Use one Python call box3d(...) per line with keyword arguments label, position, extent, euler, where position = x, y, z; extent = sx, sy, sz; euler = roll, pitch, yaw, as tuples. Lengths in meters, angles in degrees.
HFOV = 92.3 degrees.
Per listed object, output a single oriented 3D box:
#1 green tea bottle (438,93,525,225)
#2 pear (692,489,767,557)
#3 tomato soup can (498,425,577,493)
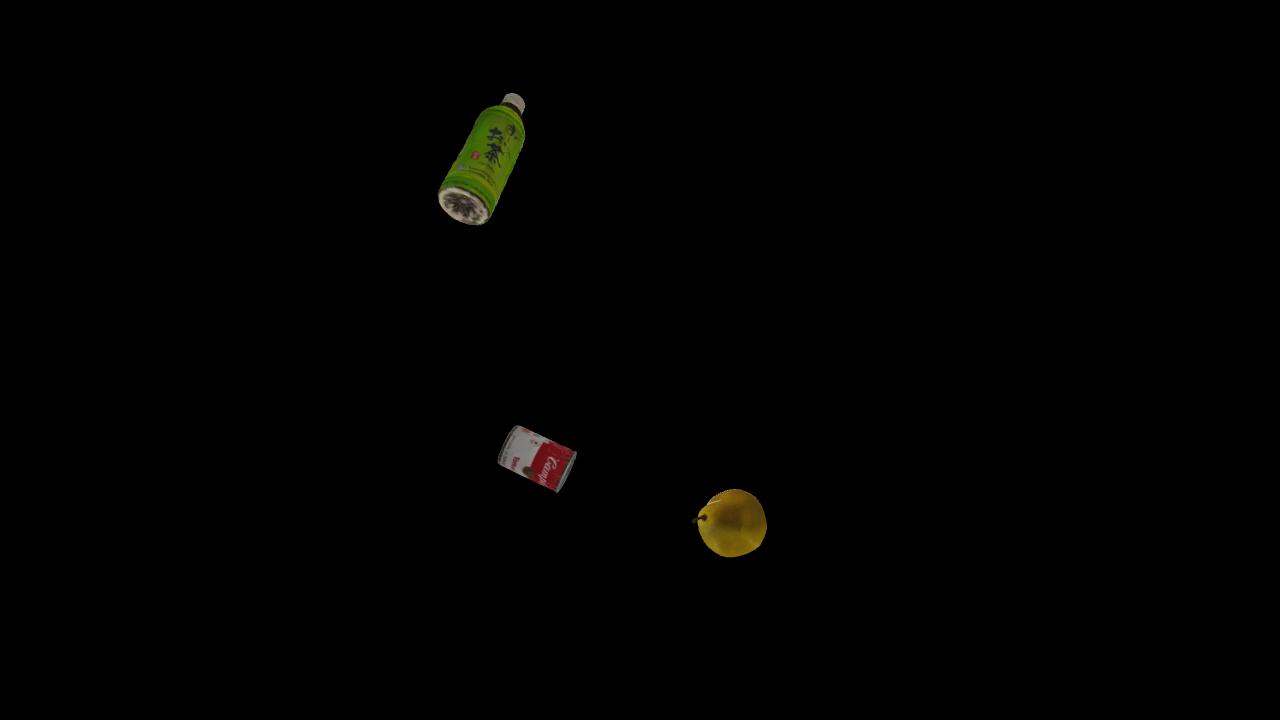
box3d(label="green tea bottle", position=(-0.199, -0.277, 0.821), extent=(0.073, 0.212, 0.073), euler=(10, -32, 6))
box3d(label="pear", position=(0.096, 0.179, 0.694), extent=(0.080, 0.080, 0.111), euler=(0, -25, 32))
box3d(label="tomato soup can", position=(-0.154, 0.147, 0.926), extent=(0.101, 0.068, 0.068), euler=(25, 2, 5))
